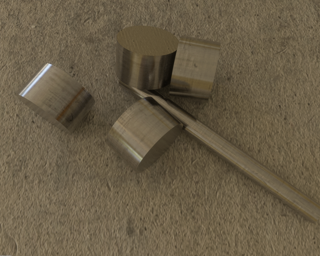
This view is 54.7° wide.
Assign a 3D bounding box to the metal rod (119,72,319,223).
[{"bbox_3d":[0.069,0.018,0.402,0.300,0.025,0.025,36,74,12],"label":"metal rod"}]

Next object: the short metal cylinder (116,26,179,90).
[{"bbox_3d":[-0.018,-0.095,0.412,0.081,0.050,0.080,6,42,-5],"label":"short metal cylinder"}]

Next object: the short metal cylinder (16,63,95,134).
[{"bbox_3d":[-0.130,-0.036,0.391,0.080,0.080,0.050,31,73,10],"label":"short metal cylinder"}]

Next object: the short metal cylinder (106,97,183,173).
[{"bbox_3d":[-0.018,0.009,0.376,0.050,0.080,0.080,42,75,14],"label":"short metal cylinder"}]

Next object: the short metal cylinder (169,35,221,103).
[{"bbox_3d":[0.045,-0.077,0.407,0.050,0.080,0.080,12,71,4],"label":"short metal cylinder"}]
